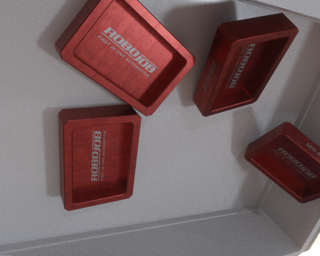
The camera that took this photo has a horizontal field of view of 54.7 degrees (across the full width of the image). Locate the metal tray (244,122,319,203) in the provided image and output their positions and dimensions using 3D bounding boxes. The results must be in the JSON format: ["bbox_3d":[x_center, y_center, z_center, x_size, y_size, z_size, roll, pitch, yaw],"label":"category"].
[{"bbox_3d":[0.213,0.058,0.488,0.130,0.030,0.090,38,140,-5],"label":"metal tray"}]

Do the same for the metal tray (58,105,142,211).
[{"bbox_3d":[-0.076,0.038,0.387,0.091,0.030,0.129,-6,121,-26],"label":"metal tray"}]

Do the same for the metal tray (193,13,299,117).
[{"bbox_3d":[0.100,-0.073,0.384,0.091,0.030,0.129,-16,149,-20],"label":"metal tray"}]

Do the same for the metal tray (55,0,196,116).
[{"bbox_3d":[-0.032,-0.081,0.338,0.130,0.030,0.090,34,99,-39],"label":"metal tray"}]
